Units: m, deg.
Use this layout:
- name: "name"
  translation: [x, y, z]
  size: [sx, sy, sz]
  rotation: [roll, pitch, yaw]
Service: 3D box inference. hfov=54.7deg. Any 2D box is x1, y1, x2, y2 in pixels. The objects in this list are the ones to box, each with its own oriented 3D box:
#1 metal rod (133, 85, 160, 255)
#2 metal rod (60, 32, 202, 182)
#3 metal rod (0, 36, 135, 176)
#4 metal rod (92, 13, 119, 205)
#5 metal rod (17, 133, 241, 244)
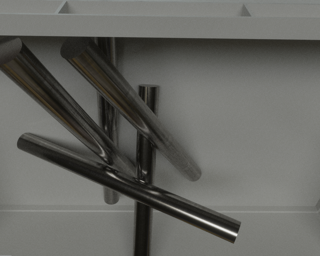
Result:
- name: "metal rod"
  translation: [-0.021, 0.093, 0.406]
  size: [0.025, 0.025, 0.298]
  rotation: [2, 105, -2]
- name: "metal rod"
  translation: [-0.005, 0.005, 0.348]
  size: [0.025, 0.025, 0.300]
  rotation: [-19, 148, 15]
- name: "metal rod"
  translation: [-0.074, 0.011, 0.344]
  size: [0.025, 0.025, 0.300]
  rotation: [-11, 152, 9]
- name: "metal rod"
  translation: [-0.068, 0.002, 0.409]
  size: [0.025, 0.025, 0.298]
  rotation: [3, 130, -3]
- name: "metal rod"
  translation: [-0.051, 0.067, 0.383]
  size: [0.301, 0.025, 0.025]
  rotation: [20, 132, 16]
